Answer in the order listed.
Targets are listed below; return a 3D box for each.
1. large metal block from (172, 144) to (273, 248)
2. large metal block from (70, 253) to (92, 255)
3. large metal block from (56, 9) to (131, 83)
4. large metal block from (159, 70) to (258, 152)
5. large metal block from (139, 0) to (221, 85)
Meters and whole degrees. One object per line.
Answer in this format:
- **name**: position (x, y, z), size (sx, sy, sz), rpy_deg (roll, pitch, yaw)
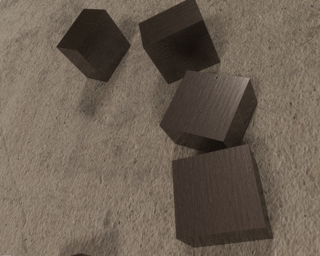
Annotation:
- **large metal block**: position (0.061, 0.070, 0.312), size (0.080, 0.050, 0.080), rpy_deg (-15, 56, 19)
- **large metal block**: position (-0.103, 0.186, 0.326), size (0.080, 0.050, 0.080), rpy_deg (-20, 54, 16)
- **large metal block**: position (-0.105, -0.133, 0.503), size (0.050, 0.080, 0.080), rpy_deg (17, 71, 34)
- **large metal block**: position (0.059, -0.017, 0.367), size (0.080, 0.050, 0.080), rpy_deg (14, 69, 33)
- **large metal block**: position (0.028, -0.116, 0.424), size (0.080, 0.080, 0.050), rpy_deg (-22, 54, 15)
